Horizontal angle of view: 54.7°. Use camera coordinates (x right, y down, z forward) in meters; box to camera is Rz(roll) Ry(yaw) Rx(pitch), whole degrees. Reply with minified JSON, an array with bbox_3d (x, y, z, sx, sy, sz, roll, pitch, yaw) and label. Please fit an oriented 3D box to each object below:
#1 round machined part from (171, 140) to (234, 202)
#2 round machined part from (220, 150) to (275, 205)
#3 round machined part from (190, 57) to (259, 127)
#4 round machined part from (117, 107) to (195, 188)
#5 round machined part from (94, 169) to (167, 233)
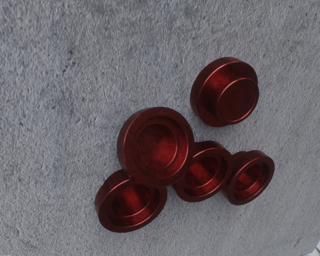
[{"bbox_3d":[0.058,0.060,0.464,0.099,0.042,0.097,-14,124,-21],"label":"round machined part"},{"bbox_3d":[0.139,0.078,0.517,0.099,0.042,0.097,-16,126,-24],"label":"round machined part"},{"bbox_3d":[0.094,-0.043,0.420,0.099,0.042,0.097,-14,124,-21],"label":"round machined part"},{"bbox_3d":[-0.008,0.023,0.388,0.099,0.042,0.097,-1,91,-30],"label":"round machined part"},{"bbox_3d":[-0.043,0.094,0.431,0.099,0.042,0.097,-14,124,-21],"label":"round machined part"}]
